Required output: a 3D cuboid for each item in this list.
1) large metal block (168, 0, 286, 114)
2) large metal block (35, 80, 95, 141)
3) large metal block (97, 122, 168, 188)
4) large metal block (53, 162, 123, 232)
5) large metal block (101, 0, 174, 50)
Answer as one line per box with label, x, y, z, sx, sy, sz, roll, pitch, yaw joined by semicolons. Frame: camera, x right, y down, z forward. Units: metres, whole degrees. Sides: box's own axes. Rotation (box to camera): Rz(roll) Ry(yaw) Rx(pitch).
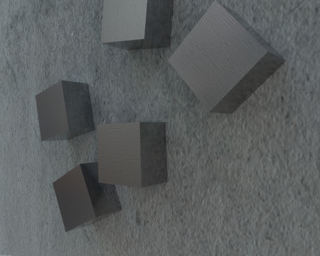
large metal block;0.069;-0.072;0.331;0.080;0.050;0.080;-49;62;29
large metal block;-0.159;-0.026;0.517;0.080;0.050;0.080;-18;79;38
large metal block;-0.038;0.034;0.418;0.080;0.050;0.079;-3;88;39
large metal block;-0.114;0.105;0.480;0.080;0.050;0.080;-33;70;34
large metal block;-0.030;-0.150;0.412;0.080;0.050;0.079;8;95;39
